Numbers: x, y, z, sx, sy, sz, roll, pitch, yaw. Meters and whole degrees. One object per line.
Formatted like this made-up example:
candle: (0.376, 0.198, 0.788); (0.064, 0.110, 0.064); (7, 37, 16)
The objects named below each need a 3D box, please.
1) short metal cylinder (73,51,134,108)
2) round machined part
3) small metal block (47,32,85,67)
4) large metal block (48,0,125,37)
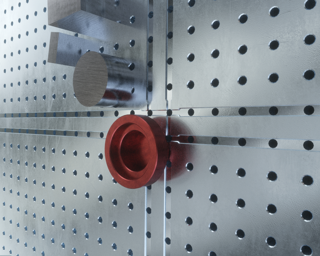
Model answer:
short metal cylinder: (-0.085, -0.070, 0.464); (0.080, 0.050, 0.080); (0, 90, 40)
round machined part: (-0.027, 0.031, 0.421); (0.098, 0.042, 0.097); (0, 90, 40)
small metal block: (-0.158, -0.131, 0.524); (0.025, 0.050, 0.050); (16, 100, 39)
large metal block: (-0.110, -0.179, 0.465); (0.080, 0.081, 0.050); (-3, 88, 40)
